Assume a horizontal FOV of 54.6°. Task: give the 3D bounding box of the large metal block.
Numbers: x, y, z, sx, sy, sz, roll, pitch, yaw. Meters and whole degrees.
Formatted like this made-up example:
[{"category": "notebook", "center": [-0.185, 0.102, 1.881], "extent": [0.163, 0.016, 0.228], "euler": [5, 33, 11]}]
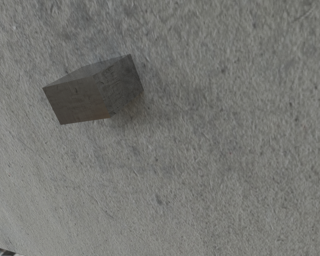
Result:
[{"category": "large metal block", "center": [-0.080, -0.048, 0.384], "extent": [0.080, 0.080, 0.050], "euler": [-6, 115, 31]}]
